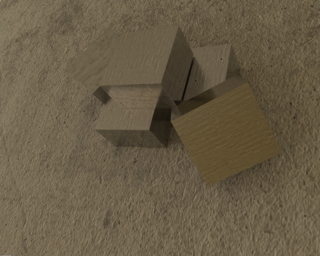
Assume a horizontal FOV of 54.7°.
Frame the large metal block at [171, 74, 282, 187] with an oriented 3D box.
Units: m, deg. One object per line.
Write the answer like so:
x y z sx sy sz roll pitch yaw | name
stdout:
0.066 0.001 0.325 0.080 0.080 0.050 -27 15 10 | large metal block

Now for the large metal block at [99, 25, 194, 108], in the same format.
-0.014 -0.070 0.371 0.080 0.050 0.080 2 63 29 | large metal block

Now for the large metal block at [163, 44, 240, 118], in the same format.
0.052 -0.056 0.396 0.080 0.050 0.080 0 62 28 | large metal block

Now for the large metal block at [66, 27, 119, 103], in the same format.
-0.078 -0.086 0.453 0.050 0.080 0.080 44 86 6 | large metal block

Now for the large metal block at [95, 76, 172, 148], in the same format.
-0.029 -0.021 0.413 0.080 0.050 0.080 0 62 28 | large metal block
